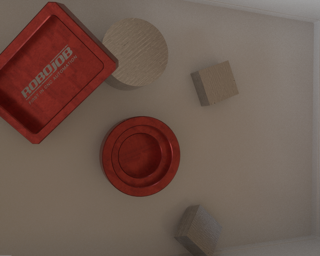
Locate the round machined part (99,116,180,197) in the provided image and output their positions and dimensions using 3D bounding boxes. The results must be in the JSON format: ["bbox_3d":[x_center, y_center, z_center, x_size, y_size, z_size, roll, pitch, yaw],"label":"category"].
[{"bbox_3d":[-0.028,0.034,0.392,0.099,0.042,0.097,0,90,-21],"label":"round machined part"}]

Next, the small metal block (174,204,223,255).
[{"bbox_3d":[0.053,0.141,0.421,0.050,0.025,0.050,47,47,-14],"label":"small metal block"}]

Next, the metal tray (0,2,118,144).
[{"bbox_3d":[-0.121,-0.056,0.334,0.130,0.030,0.090,-42,104,11],"label":"metal tray"}]

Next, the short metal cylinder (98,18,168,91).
[{"bbox_3d":[-0.036,-0.089,0.384,0.081,0.050,0.079,0,90,-21],"label":"short metal cylinder"}]

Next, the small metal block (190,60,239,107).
[{"bbox_3d":[0.078,-0.063,0.441,0.050,0.025,0.050,-22,98,-19],"label":"small metal block"}]
